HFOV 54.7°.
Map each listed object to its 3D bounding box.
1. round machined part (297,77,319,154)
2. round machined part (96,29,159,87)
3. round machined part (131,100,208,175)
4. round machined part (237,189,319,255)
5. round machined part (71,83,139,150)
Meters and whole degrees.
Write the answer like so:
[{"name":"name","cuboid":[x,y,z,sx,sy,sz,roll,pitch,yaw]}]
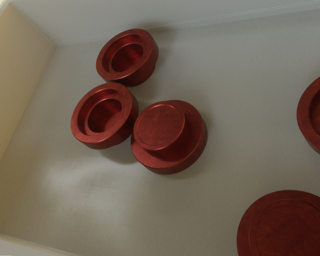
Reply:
[{"name":"round machined part","cuboid":[0.188,-0.010,0.296,0.098,0.042,0.098,-19,54,28]},{"name":"round machined part","cuboid":[-0.046,-0.103,0.481,0.098,0.042,0.098,-13,56,20]},{"name":"round machined part","cuboid":[0.006,0.005,0.387,0.098,0.042,0.098,-13,56,20]},{"name":"round machined part","cuboid":[0.116,0.101,0.272,0.098,0.042,0.098,-13,56,20]},{"name":"round machined part","cuboid":[-0.073,-0.013,0.439,0.098,0.042,0.098,-13,56,20]}]
